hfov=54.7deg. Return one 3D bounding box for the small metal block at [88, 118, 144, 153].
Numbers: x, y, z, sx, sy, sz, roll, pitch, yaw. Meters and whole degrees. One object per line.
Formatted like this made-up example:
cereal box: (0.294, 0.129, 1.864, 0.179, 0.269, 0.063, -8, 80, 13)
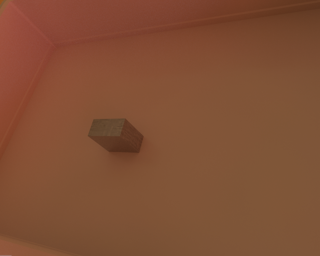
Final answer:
small metal block: (-0.058, 0.011, 0.412, 0.050, 0.050, 0.025, -1, 62, 27)
